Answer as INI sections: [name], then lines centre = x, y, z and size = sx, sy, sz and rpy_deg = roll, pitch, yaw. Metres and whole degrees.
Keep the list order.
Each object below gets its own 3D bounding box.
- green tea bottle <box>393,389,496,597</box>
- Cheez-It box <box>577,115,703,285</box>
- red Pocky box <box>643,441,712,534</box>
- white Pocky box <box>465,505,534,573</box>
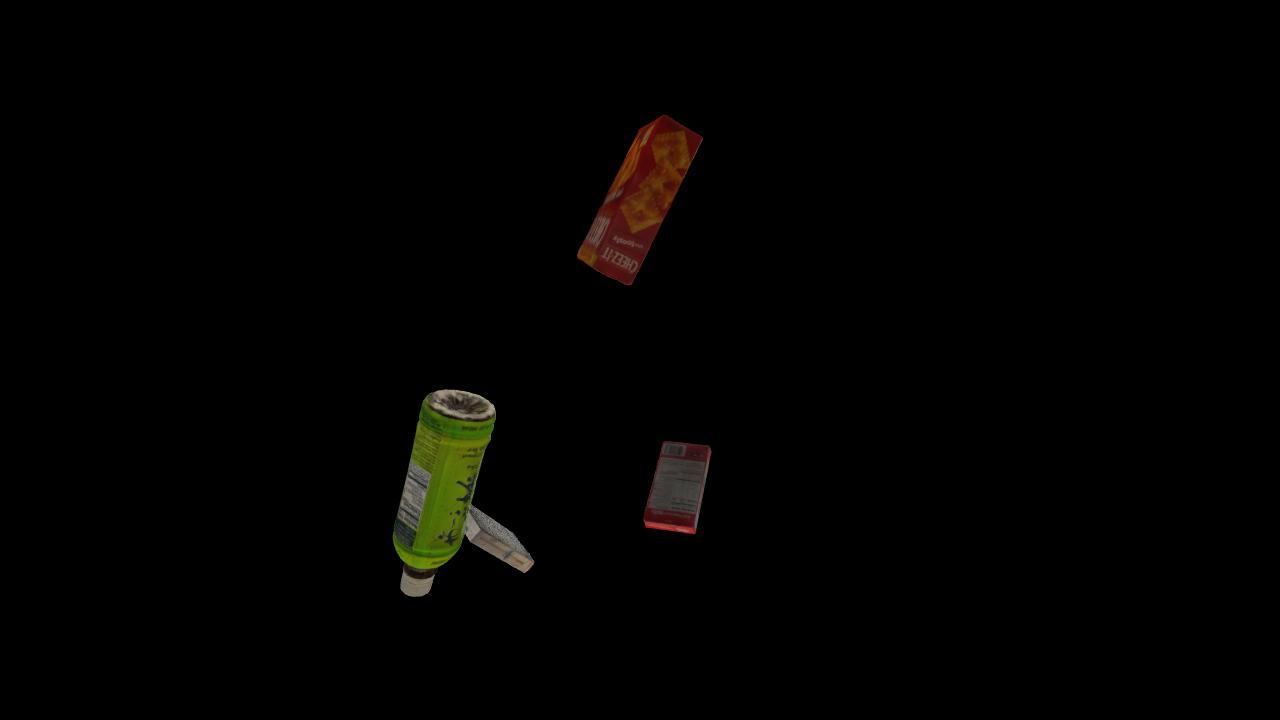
[green tea bottle]
centre = -0.199, 0.135, 0.602
size = 0.073, 0.212, 0.073
rpy_deg = 19, 15, -5
[Cheez-It box]
centre = -0.007, -0.227, 0.889
size = 0.071, 0.223, 0.166
rpy_deg = 25, 8, -16
[red Pocky box]
centre = 0.062, 0.203, 0.996
size = 0.083, 0.155, 0.028
rpy_deg = 5, -42, 15
[white Pocky box]
centre = -0.238, 0.287, 0.999
size = 0.084, 0.028, 0.154
rpy_deg = 36, -13, 42
